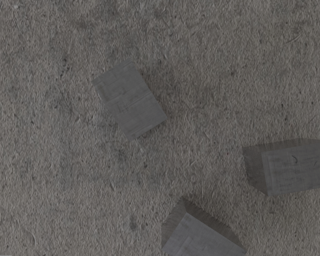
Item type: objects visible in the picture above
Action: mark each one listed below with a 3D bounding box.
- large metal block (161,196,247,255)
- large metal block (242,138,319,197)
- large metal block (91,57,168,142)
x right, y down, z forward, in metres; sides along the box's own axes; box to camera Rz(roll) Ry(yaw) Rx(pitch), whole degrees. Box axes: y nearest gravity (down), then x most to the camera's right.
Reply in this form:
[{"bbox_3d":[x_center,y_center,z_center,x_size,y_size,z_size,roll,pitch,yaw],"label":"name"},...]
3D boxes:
[{"bbox_3d":[0.049,0.136,0.383,0.080,0.080,0.050,33,90,0],"label":"large metal block"},{"bbox_3d":[0.156,0.045,0.383,0.080,0.080,0.050,-9,90,0],"label":"large metal block"},{"bbox_3d":[-0.034,-0.031,0.382,0.050,0.080,0.080,-32,90,0],"label":"large metal block"}]
